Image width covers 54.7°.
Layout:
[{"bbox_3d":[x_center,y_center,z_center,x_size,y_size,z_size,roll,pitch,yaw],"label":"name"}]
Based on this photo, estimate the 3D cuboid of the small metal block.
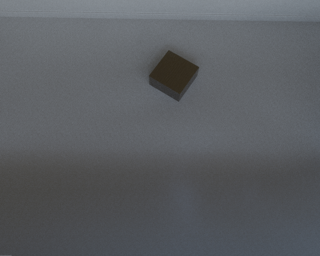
[{"bbox_3d":[0.019,-0.073,0.437,0.050,0.025,0.050,32,73,10],"label":"small metal block"}]
